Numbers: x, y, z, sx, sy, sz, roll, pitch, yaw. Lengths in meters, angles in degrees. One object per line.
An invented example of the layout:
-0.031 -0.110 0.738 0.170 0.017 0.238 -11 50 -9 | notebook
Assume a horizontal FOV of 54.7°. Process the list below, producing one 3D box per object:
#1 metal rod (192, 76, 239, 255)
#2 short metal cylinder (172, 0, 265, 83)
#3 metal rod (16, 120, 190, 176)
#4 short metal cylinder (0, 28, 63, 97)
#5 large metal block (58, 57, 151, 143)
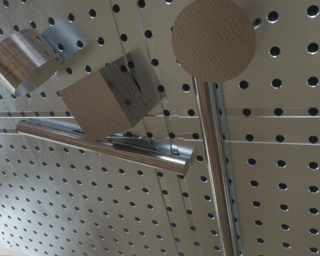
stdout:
0.078 0.068 0.411 0.025 0.025 0.298 1 119 28 | metal rod
0.058 -0.091 0.308 0.080 0.050 0.079 13 124 21 | short metal cylinder
-0.101 0.026 0.480 0.301 0.025 0.025 11 123 22 | metal rod
-0.180 -0.087 0.417 0.050 0.080 0.080 48 129 -6 | short metal cylinder
-0.073 -0.035 0.412 0.080 0.050 0.080 -18 109 35 | large metal block
